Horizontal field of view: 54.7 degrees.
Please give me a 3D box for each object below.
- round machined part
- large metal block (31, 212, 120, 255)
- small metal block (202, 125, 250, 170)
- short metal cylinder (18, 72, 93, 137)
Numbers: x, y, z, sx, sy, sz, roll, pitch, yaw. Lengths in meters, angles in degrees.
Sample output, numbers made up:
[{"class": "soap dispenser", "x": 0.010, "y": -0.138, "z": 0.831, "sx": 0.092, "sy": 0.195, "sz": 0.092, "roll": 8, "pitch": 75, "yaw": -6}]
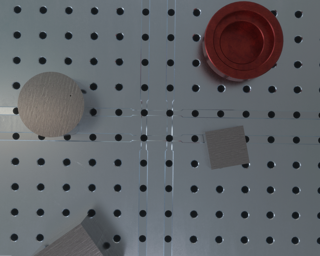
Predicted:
[{"class": "round machined part", "x": 0.105, "y": -0.109, "z": 0.405, "sx": 0.099, "sy": 0.042, "sz": 0.097, "roll": 0, "pitch": 90, "yaw": 0}, {"class": "large metal block", "x": -0.106, "y": 0.171, "z": 0.400, "sx": 0.080, "sy": 0.050, "sz": 0.080, "roll": -35, "pitch": 90, "yaw": 0}, {"class": "small metal block", "x": 0.087, "y": 0.025, "z": 0.414, "sx": 0.050, "sy": 0.025, "sz": 0.050, "roll": -10, "pitch": 90, "yaw": 0}, {"class": "short metal cylinder", "x": -0.132, "y": -0.029, "z": 0.400, "sx": 0.081, "sy": 0.050, "sz": 0.080, "roll": 0, "pitch": 90, "yaw": 0}]
